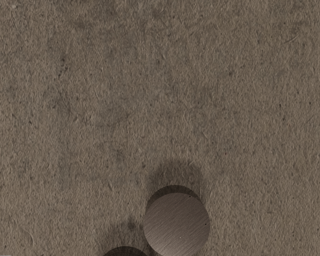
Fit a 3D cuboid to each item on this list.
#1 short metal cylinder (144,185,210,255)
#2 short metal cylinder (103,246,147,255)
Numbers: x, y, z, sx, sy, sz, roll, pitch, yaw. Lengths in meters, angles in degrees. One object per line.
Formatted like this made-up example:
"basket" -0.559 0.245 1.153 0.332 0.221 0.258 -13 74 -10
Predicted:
"short metal cylinder" 0.020 0.118 0.398 0.081 0.050 0.079 0 90 -1
"short metal cylinder" -0.047 0.201 0.397 0.081 0.050 0.079 0 90 -1
